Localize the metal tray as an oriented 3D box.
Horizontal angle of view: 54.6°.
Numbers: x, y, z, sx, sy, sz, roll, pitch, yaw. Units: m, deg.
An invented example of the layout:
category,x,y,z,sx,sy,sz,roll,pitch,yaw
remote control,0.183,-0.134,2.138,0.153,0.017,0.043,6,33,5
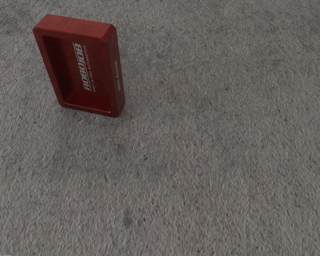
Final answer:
category,x,y,z,sx,sy,sz,roll,pitch,yaw
metal tray,-0.097,-0.074,0.397,0.090,0.129,0.030,12,51,10
